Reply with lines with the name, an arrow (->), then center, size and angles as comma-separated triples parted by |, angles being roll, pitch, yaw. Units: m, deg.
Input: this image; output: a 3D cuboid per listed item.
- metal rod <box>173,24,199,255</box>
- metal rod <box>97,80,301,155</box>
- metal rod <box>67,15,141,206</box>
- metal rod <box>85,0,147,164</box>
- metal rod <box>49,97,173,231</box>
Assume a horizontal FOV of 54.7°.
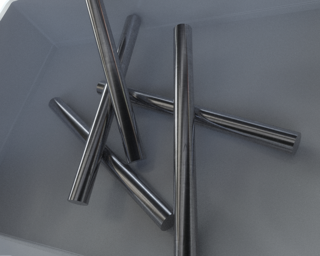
metal rod -> 0.028, 0.007, 0.360 | 0.025, 0.025, 0.299 | -9, 66, 23
metal rod -> 0.025, -0.023, 0.406 | 0.300, 0.025, 0.025 | 19, 72, 35
metal rod -> -0.070, -0.042, 0.435 | 0.025, 0.025, 0.300 | -3, 60, 27
metal rod -> -0.070, -0.099, 0.423 | 0.025, 0.025, 0.299 | -19, 80, 17
metal rod -> -0.083, 0.031, 0.430 | 0.025, 0.025, 0.300 | -48, 51, -5
